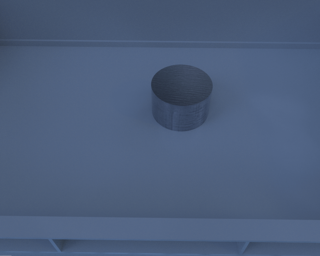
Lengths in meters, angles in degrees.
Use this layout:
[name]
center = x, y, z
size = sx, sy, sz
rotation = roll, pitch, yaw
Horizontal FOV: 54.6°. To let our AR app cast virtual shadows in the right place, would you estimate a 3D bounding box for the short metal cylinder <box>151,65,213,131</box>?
[short metal cylinder]
center = 0.029, -0.042, 0.424
size = 0.080, 0.050, 0.080
rotation = 0, 50, 0
